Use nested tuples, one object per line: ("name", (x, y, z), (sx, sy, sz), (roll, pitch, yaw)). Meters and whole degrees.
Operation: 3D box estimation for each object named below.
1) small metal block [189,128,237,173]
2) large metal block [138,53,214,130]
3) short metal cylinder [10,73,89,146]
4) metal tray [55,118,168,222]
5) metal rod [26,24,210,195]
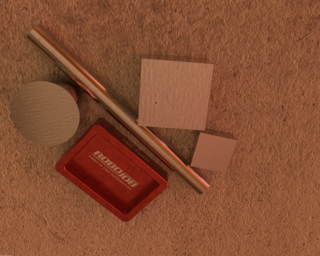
("small metal block", (0.071, 0.029, 0.423), (0.050, 0.025, 0.050), (12, 110, -5))
("large metal block", (0.017, -0.046, 0.381), (0.081, 0.050, 0.079), (4, 110, -2))
("short metal cylinder", (-0.135, -0.024, 0.387), (0.081, 0.050, 0.079), (0, 110, -1))
("metal tray", (-0.064, 0.060, 0.430), (0.130, 0.030, 0.090), (42, 104, -14))
("metal rod", (-0.044, -0.014, 0.404), (0.025, 0.025, 0.300), (-43, 105, 14))
